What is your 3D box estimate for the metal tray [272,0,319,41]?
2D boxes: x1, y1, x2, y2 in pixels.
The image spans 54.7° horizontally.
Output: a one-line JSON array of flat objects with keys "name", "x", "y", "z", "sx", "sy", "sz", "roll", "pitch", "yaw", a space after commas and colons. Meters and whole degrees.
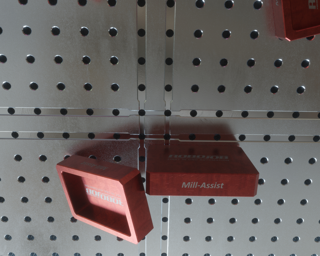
[{"name": "metal tray", "x": 0.174, "y": -0.174, "z": 0.349, "sx": 0.090, "sy": 0.030, "sz": 0.129, "roll": -13, "pitch": 110, "yaw": 4}]

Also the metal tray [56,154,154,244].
[{"name": "metal tray", "x": -0.074, "y": 0.088, "z": 0.402, "sx": 0.130, "sy": 0.030, "sz": 0.089, "roll": 6, "pitch": 116, "yaw": 38}]

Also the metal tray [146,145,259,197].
[{"name": "metal tray", "x": 0.049, "y": 0.052, "z": 0.397, "sx": 0.131, "sy": 0.090, "sz": 0.030, "roll": 1, "pitch": 108, "yaw": -1}]
